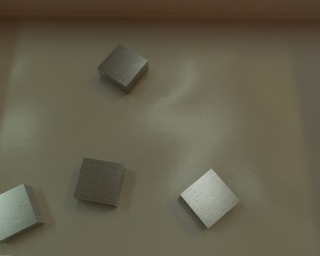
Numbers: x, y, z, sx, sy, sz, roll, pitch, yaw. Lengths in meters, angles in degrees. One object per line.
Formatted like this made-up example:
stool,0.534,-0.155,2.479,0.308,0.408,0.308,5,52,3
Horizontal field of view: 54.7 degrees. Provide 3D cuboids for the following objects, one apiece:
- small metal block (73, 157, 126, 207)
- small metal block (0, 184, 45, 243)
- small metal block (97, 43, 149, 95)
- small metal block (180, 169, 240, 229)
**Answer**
small metal block,-0.074,0.068,0.384,0.050,0.025,0.050,10,70,3
small metal block,-0.175,0.102,0.371,0.050,0.025,0.050,-26,72,-9
small metal block,-0.052,-0.084,0.440,0.050,0.025,0.050,34,73,11
small metal block,0.059,0.087,0.378,0.050,0.025,0.050,-37,74,-13
